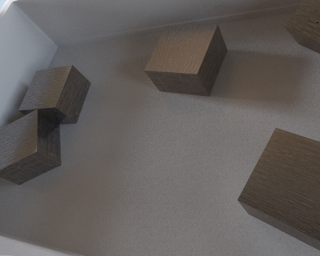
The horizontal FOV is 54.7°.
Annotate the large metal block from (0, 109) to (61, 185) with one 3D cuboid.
[{"bbox_3d":[-0.203,0.030,0.478,0.080,0.050,0.080,-25,53,12],"label":"large metal block"}]

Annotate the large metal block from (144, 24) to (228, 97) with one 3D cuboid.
[{"bbox_3d":[0.037,-0.094,0.428,0.080,0.050,0.080,10,67,32],"label":"large metal block"}]

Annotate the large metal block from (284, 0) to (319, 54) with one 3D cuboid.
[{"bbox_3d":[0.203,-0.122,0.341,0.080,0.050,0.080,46,109,39],"label":"large metal block"}]

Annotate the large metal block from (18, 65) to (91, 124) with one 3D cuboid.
[{"bbox_3d":[-0.172,-0.053,0.513,0.080,0.050,0.080,-2,61,27],"label":"large metal block"}]

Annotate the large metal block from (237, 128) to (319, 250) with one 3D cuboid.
[{"bbox_3d":[0.132,0.057,0.286,0.080,0.050,0.080,22,74,36],"label":"large metal block"}]
